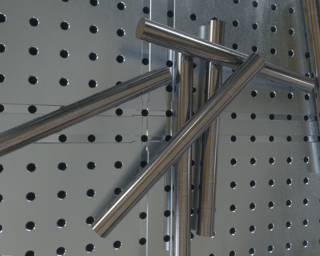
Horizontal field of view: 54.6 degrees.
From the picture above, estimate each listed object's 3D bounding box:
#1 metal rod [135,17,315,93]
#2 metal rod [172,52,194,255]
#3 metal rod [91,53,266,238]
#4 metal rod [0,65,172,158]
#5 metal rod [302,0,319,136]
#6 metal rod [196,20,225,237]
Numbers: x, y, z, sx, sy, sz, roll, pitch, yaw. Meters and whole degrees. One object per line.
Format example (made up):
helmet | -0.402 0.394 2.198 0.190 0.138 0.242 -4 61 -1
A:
metal rod | 0.108 -0.092 0.427 0.302 0.025 0.025 10 87 -29
metal rod | 0.032 0.025 0.423 0.025 0.025 0.298 1 90 -20
metal rod | 0.026 0.019 0.397 0.025 0.025 0.300 45 85 -15
metal rod | -0.119 -0.009 0.368 0.302 0.025 0.025 -26 99 -18
metal rod | 0.266 -0.071 0.509 0.025 0.025 0.298 -11 94 -20
metal rod | 0.072 0.000 0.438 0.025 0.025 0.298 4 89 -20
